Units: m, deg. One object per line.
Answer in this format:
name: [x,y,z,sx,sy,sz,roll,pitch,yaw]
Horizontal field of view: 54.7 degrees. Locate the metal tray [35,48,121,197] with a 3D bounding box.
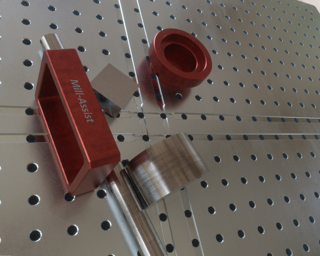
metal tray: [-0.091,-0.005,0.321,0.030,0.090,0.130,-14,69,-34]

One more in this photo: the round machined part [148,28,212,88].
round machined part: [0.027,-0.102,0.476,0.099,0.042,0.098,14,56,-21]

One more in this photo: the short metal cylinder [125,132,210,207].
short metal cylinder: [0.008,0.047,0.350,0.081,0.080,0.050,-21,73,-36]

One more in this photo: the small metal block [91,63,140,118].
small metal block: [-0.063,-0.049,0.406,0.050,0.025,0.050,36,51,-5]

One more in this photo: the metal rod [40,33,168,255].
metal rod: [-0.073,0.012,0.362,0.025,0.025,0.299,-18,71,-35]
